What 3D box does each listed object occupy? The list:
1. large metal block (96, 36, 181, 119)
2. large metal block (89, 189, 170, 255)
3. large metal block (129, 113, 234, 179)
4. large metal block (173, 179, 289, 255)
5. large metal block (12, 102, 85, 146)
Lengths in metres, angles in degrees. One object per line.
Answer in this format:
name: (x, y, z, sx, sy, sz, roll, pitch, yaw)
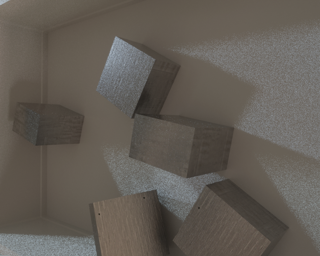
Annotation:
large metal block: (-0.031, -0.066, 0.416, 0.080, 0.050, 0.079, 37, 113, 33)
large metal block: (-0.041, 0.128, 0.395, 0.050, 0.081, 0.080, 141, 119, -66)
large metal block: (0.025, 0.016, 0.350, 0.080, 0.081, 0.050, 15, 100, 39)
large metal block: (0.073, 0.114, 0.330, 0.080, 0.050, 0.079, 40, 114, 33)
large metal block: (-0.190, -0.008, 0.528, 0.080, 0.081, 0.050, 21, 104, 38)
